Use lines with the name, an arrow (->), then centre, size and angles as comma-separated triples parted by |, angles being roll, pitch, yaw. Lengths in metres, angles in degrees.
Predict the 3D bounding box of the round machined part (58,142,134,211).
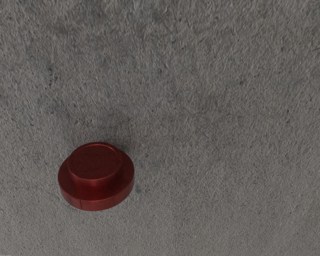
round machined part -> -0.083, 0.056, 0.406 | 0.099, 0.098, 0.042 | 2, 130, -2
